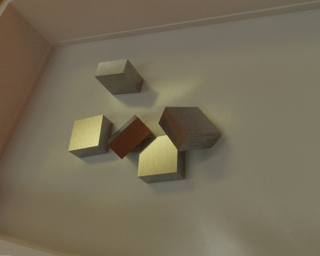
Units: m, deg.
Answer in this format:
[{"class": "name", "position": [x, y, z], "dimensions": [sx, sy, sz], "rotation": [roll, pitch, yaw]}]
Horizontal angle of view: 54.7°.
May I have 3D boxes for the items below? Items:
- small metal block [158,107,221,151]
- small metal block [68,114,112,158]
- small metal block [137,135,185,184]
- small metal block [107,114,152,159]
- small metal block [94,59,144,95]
[{"class": "small metal block", "position": [0.034, 0.000, 0.368], "dimensions": [0.050, 0.050, 0.025], "rotation": [54, 134, 39]}, {"class": "small metal block", "position": [-0.100, 0.012, 0.449], "dimensions": [0.050, 0.025, 0.050], "rotation": [-11, 57, 22]}, {"class": "small metal block", "position": [0.003, 0.038, 0.380], "dimensions": [0.050, 0.025, 0.050], "rotation": [-10, 57, 22]}, {"class": "small metal block", "position": [-0.040, 0.010, 0.402], "dimensions": [0.050, 0.025, 0.050], "rotation": [-43, 10, -2]}, {"class": "small metal block", "position": [-0.061, -0.075, 0.466], "dimensions": [0.050, 0.050, 0.025], "rotation": [-2, 61, 27]}]
